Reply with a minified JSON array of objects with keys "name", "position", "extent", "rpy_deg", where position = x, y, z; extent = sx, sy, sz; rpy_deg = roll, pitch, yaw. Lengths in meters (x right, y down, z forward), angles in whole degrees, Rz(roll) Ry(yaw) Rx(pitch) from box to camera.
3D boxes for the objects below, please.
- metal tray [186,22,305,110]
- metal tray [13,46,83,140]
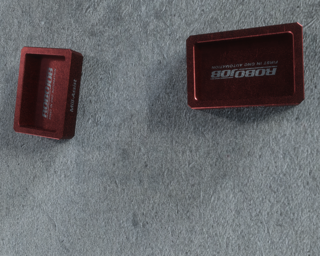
[{"name":"metal tray","position":[0.099,-0.070,0.371],"extent":[0.130,0.030,0.089],"rpy_deg":[-1,90,19]},{"name":"metal tray","position":[-0.168,-0.053,0.465],"extent":[0.090,0.030,0.129],"rpy_deg":[8,93,19]}]
